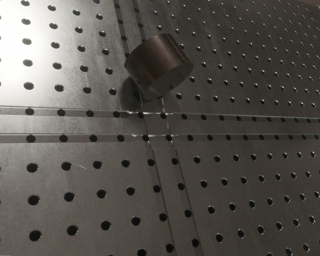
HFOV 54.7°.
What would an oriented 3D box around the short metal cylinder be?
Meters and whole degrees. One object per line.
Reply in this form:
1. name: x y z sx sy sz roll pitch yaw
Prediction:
1. short metal cylinder: -0.001 -0.082 0.424 0.081 0.080 0.050 -25 76 -37
